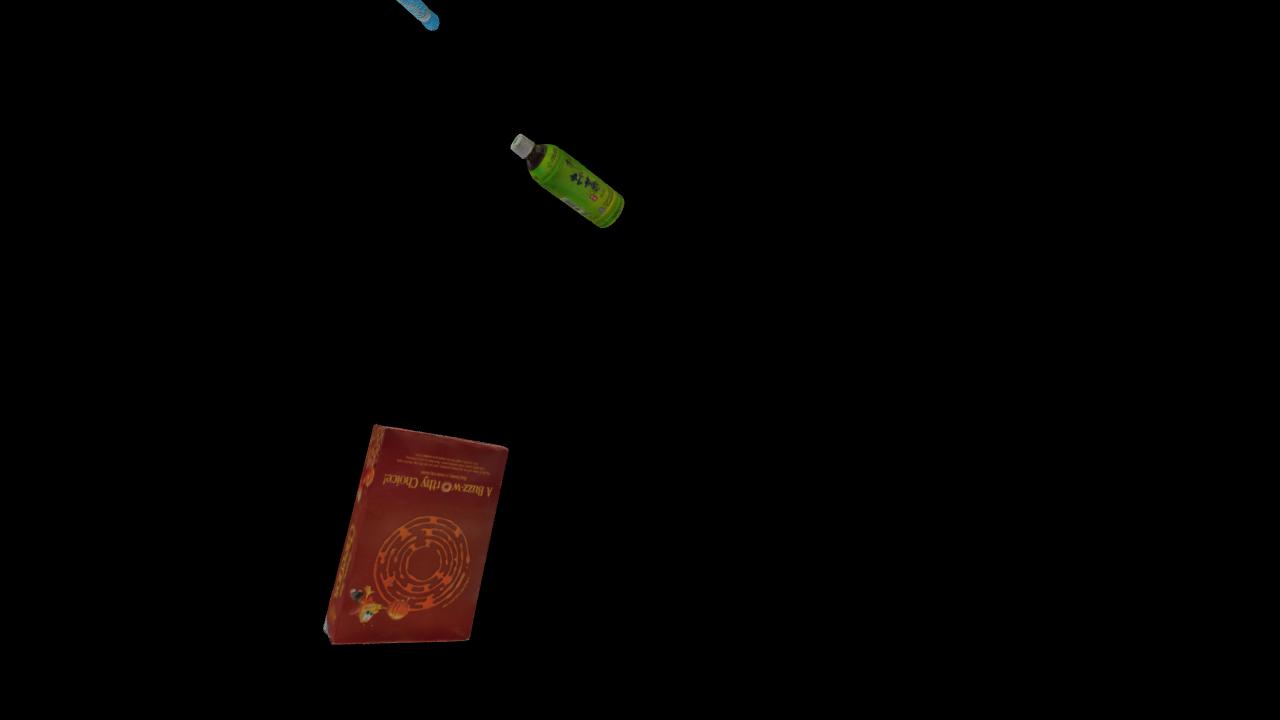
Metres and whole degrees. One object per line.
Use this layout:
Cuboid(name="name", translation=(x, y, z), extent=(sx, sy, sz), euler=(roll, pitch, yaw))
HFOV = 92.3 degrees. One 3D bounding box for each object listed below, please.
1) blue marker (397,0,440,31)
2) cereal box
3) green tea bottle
Cuboid(name="blue marker", translation=(-0.236, -0.369, 0.634), extent=(0.020, 0.020, 0.121), euler=(0, 9, 3))
Cuboid(name="cereal box", translation=(-0.334, 0.266, 0.938), extent=(0.203, 0.306, 0.081), euler=(16, -11, -36))
Cuboid(name="green tea bottle", translation=(-0.123, -0.303, 1.036), extent=(0.212, 0.073, 0.073), euler=(28, -17, -37))
